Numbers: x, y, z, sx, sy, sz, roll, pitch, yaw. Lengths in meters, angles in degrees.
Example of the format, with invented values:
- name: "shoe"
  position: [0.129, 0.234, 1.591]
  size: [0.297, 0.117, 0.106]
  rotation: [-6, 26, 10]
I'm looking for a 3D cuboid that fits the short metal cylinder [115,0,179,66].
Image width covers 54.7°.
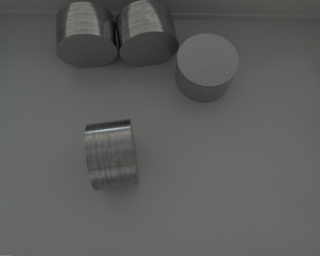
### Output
- name: "short metal cylinder"
  position: [-0.018, -0.128, 0.427]
  size: [0.081, 0.080, 0.050]
  rotation: [-9, 71, -4]

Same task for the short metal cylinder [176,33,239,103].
- name: "short metal cylinder"
  position: [0.062, -0.082, 0.427]
  size: [0.081, 0.050, 0.080]
  rotation: [0, 70, 0]

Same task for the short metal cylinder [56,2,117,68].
- name: "short metal cylinder"
  position: [-0.101, -0.125, 0.425]
  size: [0.081, 0.080, 0.050]
  rotation: [-6, 70, -2]

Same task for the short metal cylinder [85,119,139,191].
- name: "short metal cylinder"
  position: [-0.055, 0.031, 0.368]
  size: [0.050, 0.080, 0.080]
  rotation: [-8, 70, -3]
